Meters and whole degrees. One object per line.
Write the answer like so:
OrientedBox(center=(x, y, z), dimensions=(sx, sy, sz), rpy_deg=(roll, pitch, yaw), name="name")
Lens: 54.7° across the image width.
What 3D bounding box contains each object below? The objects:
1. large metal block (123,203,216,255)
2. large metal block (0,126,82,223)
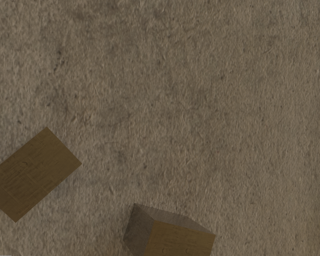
OrientedBox(center=(0.008, 0.136, 0.384), dimensions=(0.081, 0.080, 0.050), rpy_deg=(20, 84, -19), name="large metal block")
OrientedBox(center=(-0.135, 0.043, 0.330), dimensions=(0.080, 0.080, 0.050), rpy_deg=(-43, 104, -15), name="large metal block")
